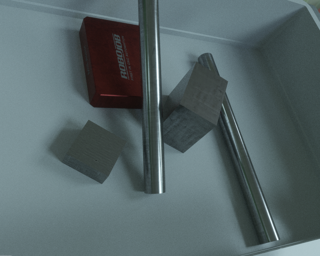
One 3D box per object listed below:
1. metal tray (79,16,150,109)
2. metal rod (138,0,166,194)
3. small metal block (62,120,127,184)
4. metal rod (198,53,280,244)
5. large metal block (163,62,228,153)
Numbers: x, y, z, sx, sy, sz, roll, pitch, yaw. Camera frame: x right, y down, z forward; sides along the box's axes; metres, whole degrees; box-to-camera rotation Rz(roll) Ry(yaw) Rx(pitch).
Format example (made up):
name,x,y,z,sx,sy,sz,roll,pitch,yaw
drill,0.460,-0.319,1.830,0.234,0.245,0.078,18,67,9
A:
name,x,y,z,sx,sy,sz,roll,pitch,yaw
metal tray,-0.056,-0.090,0.428,0.091,0.030,0.130,0,62,-29
metal rod,-0.011,-0.074,0.371,0.025,0.025,0.298,0,85,-29
small metal block,-0.073,0.027,0.351,0.050,0.025,0.050,31,52,-9
metal rod,0.108,0.014,0.457,0.025,0.025,0.299,1,62,-28
large metal block,0.039,-0.026,0.409,0.050,0.080,0.080,30,52,-10
